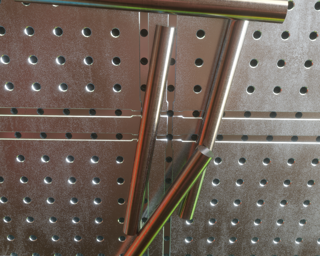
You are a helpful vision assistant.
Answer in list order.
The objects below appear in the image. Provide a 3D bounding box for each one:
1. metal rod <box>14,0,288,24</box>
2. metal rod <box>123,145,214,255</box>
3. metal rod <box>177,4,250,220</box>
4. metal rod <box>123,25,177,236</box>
[{"bbox_3d":[-0.015,-0.142,0.345,0.301,0.025,0.025,6,110,4],"label":"metal rod"},{"bbox_3d":[-0.013,0.148,0.453,0.025,0.025,0.298,27,113,-10],"label":"metal rod"},{"bbox_3d":[0.068,-0.008,0.410,0.025,0.025,0.298,11,110,-4],"label":"metal rod"},{"bbox_3d":[-0.018,0.017,0.419,0.025,0.025,0.298,9,110,-4],"label":"metal rod"}]
